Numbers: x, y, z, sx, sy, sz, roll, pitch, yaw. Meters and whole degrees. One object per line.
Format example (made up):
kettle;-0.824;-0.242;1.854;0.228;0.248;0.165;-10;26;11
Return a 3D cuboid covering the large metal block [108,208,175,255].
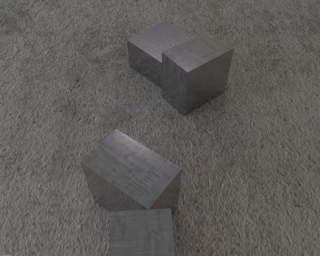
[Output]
large metal block;-0.014;0.124;0.263;0.050;0.080;0.080;-2;50;-2

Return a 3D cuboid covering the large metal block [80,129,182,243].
large metal block;-0.027;0.060;0.317;0.080;0.080;0.050;29;56;22

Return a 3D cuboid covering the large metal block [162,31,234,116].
large metal block;0.050;-0.075;0.431;0.081;0.080;0.050;-31;57;-23

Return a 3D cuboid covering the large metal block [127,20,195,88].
large metal block;0.007;-0.116;0.484;0.080;0.050;0.080;-36;59;-26
